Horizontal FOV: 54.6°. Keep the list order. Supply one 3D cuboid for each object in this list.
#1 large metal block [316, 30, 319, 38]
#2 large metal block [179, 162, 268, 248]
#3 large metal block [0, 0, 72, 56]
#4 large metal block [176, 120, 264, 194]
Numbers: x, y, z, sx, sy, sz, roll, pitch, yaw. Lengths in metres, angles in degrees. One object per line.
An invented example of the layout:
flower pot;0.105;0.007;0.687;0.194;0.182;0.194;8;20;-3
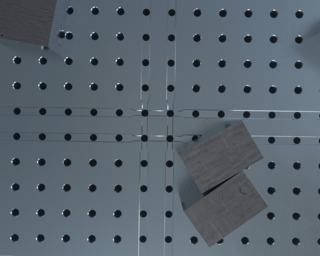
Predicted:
large metal block;0.262;-0.122;0.387;0.080;0.080;0.050;40;90;0
large metal block;0.074;0.090;0.386;0.080;0.080;0.050;-35;90;0
large metal block;-0.168;-0.145;0.400;0.080;0.050;0.080;11;90;0
large metal block;0.069;0.032;0.386;0.080;0.080;0.050;-30;90;0
